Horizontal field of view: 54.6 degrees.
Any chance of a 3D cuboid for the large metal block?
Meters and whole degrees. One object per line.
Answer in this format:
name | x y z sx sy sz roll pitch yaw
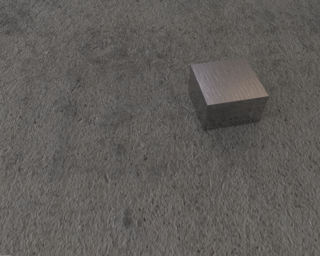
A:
large metal block | 0.090 -0.048 0.428 0.080 0.050 0.080 -9 51 -8
